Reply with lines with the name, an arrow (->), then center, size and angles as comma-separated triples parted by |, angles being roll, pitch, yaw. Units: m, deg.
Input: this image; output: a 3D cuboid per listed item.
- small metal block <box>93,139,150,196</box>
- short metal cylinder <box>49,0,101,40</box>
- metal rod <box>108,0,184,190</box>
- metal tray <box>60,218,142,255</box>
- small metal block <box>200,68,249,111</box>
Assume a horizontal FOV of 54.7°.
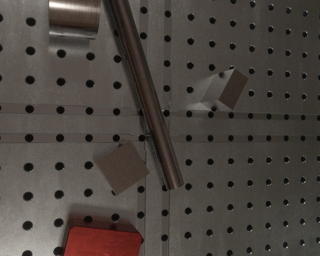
small metal block -> -0.049, 0.049, 0.395 | 0.050, 0.025, 0.050 | -33, 101, -17
short metal cylinder -> -0.098, -0.142, 0.347 | 0.050, 0.080, 0.079 | -1, 91, -20
metal rod -> -0.023, -0.063, 0.404 | 0.025, 0.025, 0.298 | -19, 97, -19
metal tray -> -0.081, 0.185, 0.381 | 0.091, 0.030, 0.129 | 14, 85, -20
small metal block -> 0.089, -0.052, 0.434 | 0.025, 0.050, 0.050 | 32, 80, -18
